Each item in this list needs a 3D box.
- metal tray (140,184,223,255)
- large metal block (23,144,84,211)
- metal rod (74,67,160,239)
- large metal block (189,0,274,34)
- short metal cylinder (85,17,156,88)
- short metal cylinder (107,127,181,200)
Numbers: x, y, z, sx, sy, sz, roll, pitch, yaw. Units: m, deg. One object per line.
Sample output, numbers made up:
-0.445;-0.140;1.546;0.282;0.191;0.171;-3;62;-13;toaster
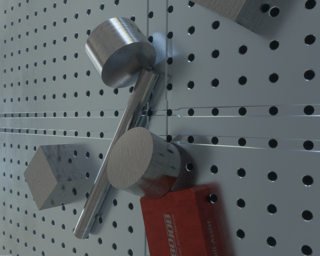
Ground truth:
0.027;0.142;0.384;0.090;0.030;0.129;-19;78;38;metal tray
-0.191;0.086;0.551;0.080;0.050;0.080;-51;60;28;large metal block
-0.072;0.050;0.469;0.025;0.025;0.298;39;113;33;metal rod
0.080;-0.159;0.327;0.080;0.050;0.080;41;115;32;large metal block
-0.052;-0.100;0.417;0.080;0.081;0.050;-48;62;29;short metal cylinder
-0.021;0.045;0.392;0.080;0.050;0.080;-25;49;34;short metal cylinder
